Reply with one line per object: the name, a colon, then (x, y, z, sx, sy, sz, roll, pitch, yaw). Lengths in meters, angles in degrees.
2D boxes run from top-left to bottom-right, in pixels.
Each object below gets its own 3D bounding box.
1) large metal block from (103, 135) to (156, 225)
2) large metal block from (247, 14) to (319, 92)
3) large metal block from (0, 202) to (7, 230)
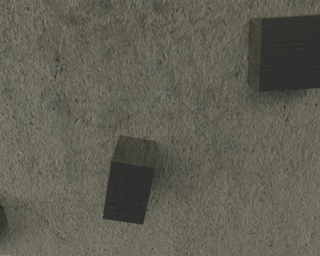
large metal block: (-0.038, 0.065, 0.404, 0.050, 0.080, 0.079, 10, 110, -4)
large metal block: (0.151, -0.090, 0.364, 0.080, 0.050, 0.079, -4, 110, 1)
large metal block: (-0.277, 0.138, 0.429, 0.080, 0.080, 0.050, -8, 110, 3)
